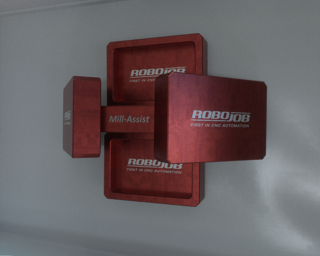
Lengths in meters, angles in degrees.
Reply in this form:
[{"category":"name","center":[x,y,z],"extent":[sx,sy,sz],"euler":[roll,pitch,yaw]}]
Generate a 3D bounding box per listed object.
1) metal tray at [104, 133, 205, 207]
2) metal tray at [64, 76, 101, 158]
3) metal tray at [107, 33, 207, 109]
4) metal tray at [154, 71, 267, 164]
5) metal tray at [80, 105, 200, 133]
[{"category":"metal tray","center":[-0.009,0.050,0.407],"extent":[0.130,0.030,0.089],"euler":[1,90,19]},{"category":"metal tray","center":[-0.103,-0.012,0.396],"extent":[0.030,0.130,0.089],"euler":[1,90,-22]},{"category":"metal tray","center":[-0.005,-0.070,0.408],"extent":[0.130,0.030,0.089],"euler":[0,90,19]},{"category":"metal tray","center":[0.059,-0.009,0.339],"extent":[0.030,0.131,0.089],"euler":[1,90,62]},{"category":"metal tray","center":[-0.019,-0.010,0.381],"extent":[0.130,0.090,0.030],"euler":[1,90,19]}]
